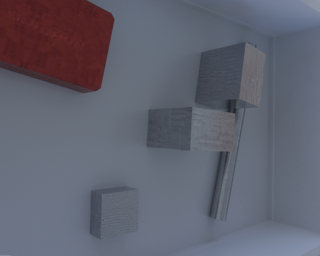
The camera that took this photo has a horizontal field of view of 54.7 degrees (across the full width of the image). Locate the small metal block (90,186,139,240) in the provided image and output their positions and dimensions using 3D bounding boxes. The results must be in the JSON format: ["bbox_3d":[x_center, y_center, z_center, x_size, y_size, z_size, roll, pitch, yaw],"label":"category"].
[{"bbox_3d":[-0.053,0.098,0.364,0.050,0.025,0.050,2,89,-40],"label":"small metal block"}]

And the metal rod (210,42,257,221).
[{"bbox_3d":[0.123,0.000,0.512,0.025,0.025,0.299,21,77,-39],"label":"metal rod"}]

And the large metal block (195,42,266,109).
[{"bbox_3d":[0.103,-0.073,0.460,0.050,0.080,0.080,14,81,-40],"label":"large metal block"}]

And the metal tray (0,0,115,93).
[{"bbox_3d":[-0.115,-0.095,0.308,0.131,0.030,0.090,16,80,-39],"label":"metal tray"}]

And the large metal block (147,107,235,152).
[{"bbox_3d":[0.040,0.003,0.407,0.081,0.080,0.050,5,87,-40],"label":"large metal block"}]
